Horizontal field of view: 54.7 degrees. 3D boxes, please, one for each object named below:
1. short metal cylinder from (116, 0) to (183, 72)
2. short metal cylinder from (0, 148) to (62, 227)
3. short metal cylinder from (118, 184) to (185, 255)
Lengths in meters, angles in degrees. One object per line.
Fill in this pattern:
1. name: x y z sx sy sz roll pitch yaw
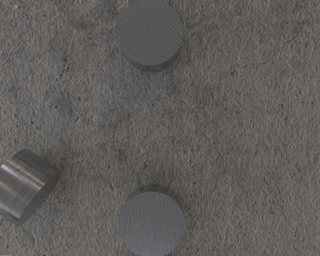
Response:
1. short metal cylinder: -0.012 -0.115 0.397 0.081 0.050 0.080 0 90 0
2. short metal cylinder: -0.168 0.072 0.381 0.050 0.080 0.080 35 90 0
3. short metal cylinder: -0.010 0.116 0.397 0.081 0.050 0.080 0 90 0
